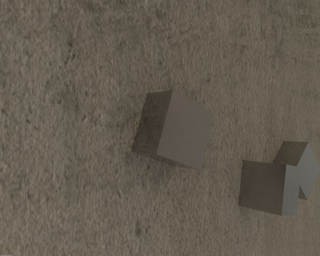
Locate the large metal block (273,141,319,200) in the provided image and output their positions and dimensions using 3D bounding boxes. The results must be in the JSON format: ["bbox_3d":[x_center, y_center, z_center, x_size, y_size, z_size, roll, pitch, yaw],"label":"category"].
[{"bbox_3d":[0.271,0.083,0.620,0.080,0.050,0.080,-51,120,-28],"label":"large metal block"}]

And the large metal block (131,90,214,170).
[{"bbox_3d":[0.019,0.005,0.406,0.080,0.050,0.080,24,75,-38],"label":"large metal block"}]

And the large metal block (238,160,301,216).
[{"bbox_3d":[0.186,0.101,0.529,0.050,0.080,0.080,13,82,-40],"label":"large metal block"}]
